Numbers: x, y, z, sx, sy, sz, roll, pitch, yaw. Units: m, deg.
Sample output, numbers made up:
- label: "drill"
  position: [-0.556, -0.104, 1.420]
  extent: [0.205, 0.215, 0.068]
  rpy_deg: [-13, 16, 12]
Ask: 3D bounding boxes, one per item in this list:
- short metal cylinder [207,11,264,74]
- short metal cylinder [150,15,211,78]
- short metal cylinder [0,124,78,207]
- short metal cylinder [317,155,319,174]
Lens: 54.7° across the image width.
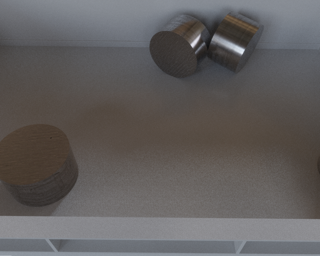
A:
- label: "short metal cylinder"
  position: [0.116, -0.131, 0.478]
  extent: [0.050, 0.080, 0.080]
  rpy_deg: [33, 57, 15]
- label: "short metal cylinder"
  position: [0.031, -0.124, 0.474]
  extent: [0.080, 0.080, 0.050]
  rpy_deg: [24, 54, 19]
- label: "short metal cylinder"
  position: [-0.139, 0.042, 0.352]
  extent: [0.081, 0.050, 0.080]
  rpy_deg: [0, 50, 0]
- label: "short metal cylinder"
  position: [0.235, 0.039, 0.359]
  extent: [0.081, 0.050, 0.080]
  rpy_deg: [0, 50, 0]
